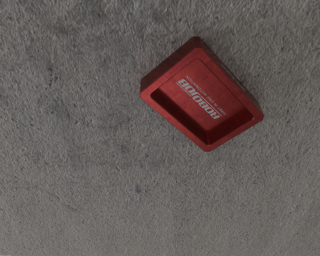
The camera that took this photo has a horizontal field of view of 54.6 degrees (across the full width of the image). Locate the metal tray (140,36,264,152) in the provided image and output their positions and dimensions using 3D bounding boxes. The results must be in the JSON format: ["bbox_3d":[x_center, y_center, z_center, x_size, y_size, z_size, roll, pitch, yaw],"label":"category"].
[{"bbox_3d":[0.051,-0.034,0.374,0.090,0.030,0.130,-36,122,26],"label":"metal tray"}]
